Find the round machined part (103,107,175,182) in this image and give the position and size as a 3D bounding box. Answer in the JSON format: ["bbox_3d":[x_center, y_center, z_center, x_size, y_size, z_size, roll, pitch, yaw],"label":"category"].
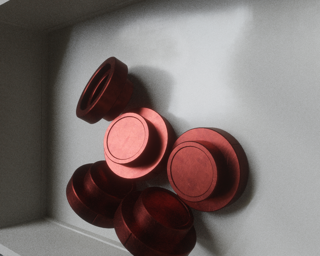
[{"bbox_3d":[-0.034,0.018,0.403,0.098,0.042,0.098,-10,68,25],"label":"round machined part"}]

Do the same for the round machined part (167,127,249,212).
[{"bbox_3d":[0.047,0.048,0.357,0.098,0.042,0.097,0,90,40],"label":"round machined part"}]

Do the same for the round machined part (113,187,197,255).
[{"bbox_3d":[0.000,0.106,0.359,0.098,0.099,0.042,43,116,31],"label":"round machined part"}]

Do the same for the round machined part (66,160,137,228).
[{"bbox_3d":[-0.071,0.082,0.418,0.098,0.099,0.042,49,119,29],"label":"round machined part"}]

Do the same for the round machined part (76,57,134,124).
[{"bbox_3d":[-0.074,-0.048,0.439,0.098,0.042,0.098,-38,35,33],"label":"round machined part"}]
